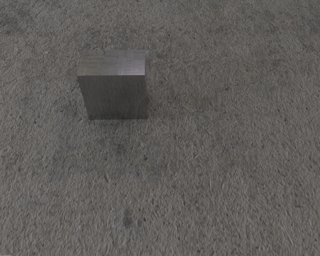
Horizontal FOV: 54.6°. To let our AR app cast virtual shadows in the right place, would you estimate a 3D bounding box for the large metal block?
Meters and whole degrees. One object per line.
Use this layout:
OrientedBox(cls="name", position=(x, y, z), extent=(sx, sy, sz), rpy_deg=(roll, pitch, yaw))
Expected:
OrientedBox(cls="large metal block", position=(-0.059, -0.056, 0.415), extent=(0.080, 0.080, 0.050), rpy_deg=(-1, 50, -1))
